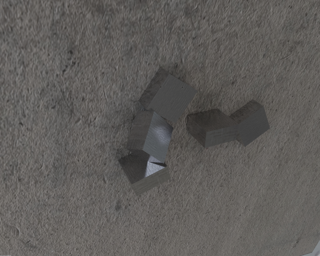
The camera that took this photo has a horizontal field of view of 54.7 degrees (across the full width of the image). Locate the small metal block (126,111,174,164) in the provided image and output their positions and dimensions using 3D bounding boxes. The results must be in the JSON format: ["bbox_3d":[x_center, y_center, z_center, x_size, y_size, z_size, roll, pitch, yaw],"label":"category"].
[{"bbox_3d":[-0.011,0.012,0.386,0.050,0.025,0.050,40,60,-51],"label":"small metal block"}]

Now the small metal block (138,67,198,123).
[{"bbox_3d":[0.010,-0.040,0.387,0.050,0.025,0.050,24,105,-37],"label":"small metal block"}]

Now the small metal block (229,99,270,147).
[{"bbox_3d":[0.137,-0.007,0.477,0.050,0.025,0.050,-36,129,-5],"label":"small metal block"}]

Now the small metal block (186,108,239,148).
[{"bbox_3d":[0.071,-0.001,0.429,0.050,0.050,0.025,-12,124,-22],"label":"small metal block"}]

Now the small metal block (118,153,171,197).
[{"bbox_3d":[-0.021,0.055,0.412,0.050,0.050,0.025,-26,131,-12],"label":"small metal block"}]
